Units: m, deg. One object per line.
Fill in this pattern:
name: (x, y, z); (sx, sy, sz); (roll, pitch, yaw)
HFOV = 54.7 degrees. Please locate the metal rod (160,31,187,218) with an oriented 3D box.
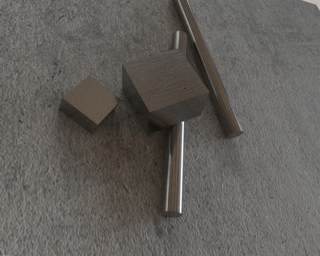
metal rod: (0.023, -0.027, 0.434); (0.025, 0.025, 0.300); (17, 55, -19)

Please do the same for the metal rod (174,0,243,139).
metal rod: (0.072, -0.121, 0.518); (0.025, 0.025, 0.299); (-2, 63, -30)

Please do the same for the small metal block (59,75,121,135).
small metal block: (-0.084, -0.029, 0.377); (0.050, 0.025, 0.050); (38, 51, -3)

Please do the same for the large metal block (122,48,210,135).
large metal block: (0.004, -0.049, 0.400); (0.081, 0.050, 0.080); (-20, 62, -19)
